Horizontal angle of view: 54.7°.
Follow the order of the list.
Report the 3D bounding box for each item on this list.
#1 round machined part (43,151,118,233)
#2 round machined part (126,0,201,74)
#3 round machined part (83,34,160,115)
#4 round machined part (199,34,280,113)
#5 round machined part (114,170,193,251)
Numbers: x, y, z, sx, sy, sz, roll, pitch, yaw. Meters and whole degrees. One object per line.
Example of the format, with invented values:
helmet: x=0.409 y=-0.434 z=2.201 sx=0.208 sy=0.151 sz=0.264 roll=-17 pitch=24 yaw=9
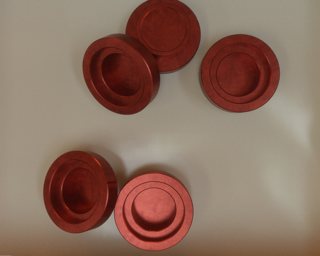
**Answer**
round machined part: x=-0.094 y=0.078 z=0.389 sx=0.098 sy=0.042 sz=0.097 roll=-3 pitch=82 yaw=25
round machined part: x=0.004 y=-0.122 z=0.403 sx=0.099 sy=0.042 sz=0.097 roll=0 pitch=90 yaw=-1
round machined part: x=-0.044 y=-0.069 z=0.386 sx=0.098 sy=0.042 sz=0.097 roll=14 pitch=124 yaw=21
round machined part: x=0.100 y=-0.068 z=0.404 sx=0.099 sy=0.042 sz=0.097 roll=0 pitch=90 yaw=-1
round machined part: x=-0.008 y=0.104 z=0.403 sx=0.099 sy=0.042 sz=0.097 roll=0 pitch=90 yaw=-1
